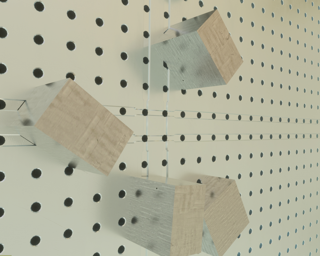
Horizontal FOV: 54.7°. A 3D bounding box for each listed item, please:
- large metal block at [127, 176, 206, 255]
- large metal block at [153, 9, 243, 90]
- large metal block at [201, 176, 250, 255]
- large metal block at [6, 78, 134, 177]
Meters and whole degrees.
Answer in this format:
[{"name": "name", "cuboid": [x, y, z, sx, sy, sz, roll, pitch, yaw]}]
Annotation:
[{"name": "large metal block", "cuboid": [0.007, 0.105, 0.381, 0.050, 0.080, 0.080, 8, 85, -40]}, {"name": "large metal block", "cuboid": [0.052, -0.101, 0.419, 0.050, 0.080, 0.080, -51, 121, -28]}, {"name": "large metal block", "cuboid": [0.081, 0.130, 0.464, 0.081, 0.050, 0.080, -35, 112, -35]}, {"name": "large metal block", "cuboid": [-0.088, 0.001, 0.301, 0.080, 0.080, 0.050, 43, 64, -32]}]
